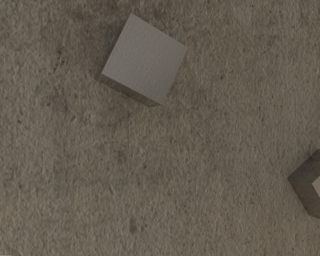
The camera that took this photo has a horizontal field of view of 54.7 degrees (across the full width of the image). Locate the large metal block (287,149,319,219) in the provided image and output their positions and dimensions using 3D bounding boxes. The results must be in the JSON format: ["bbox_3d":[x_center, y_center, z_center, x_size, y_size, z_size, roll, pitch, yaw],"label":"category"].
[{"bbox_3d":[0.267,0.091,0.497,0.080,0.050,0.080,-37,102,-17],"label":"large metal block"}]

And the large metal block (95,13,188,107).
[{"bbox_3d":[-0.024,-0.080,0.388,0.080,0.050,0.080,26,81,-19],"label":"large metal block"}]
